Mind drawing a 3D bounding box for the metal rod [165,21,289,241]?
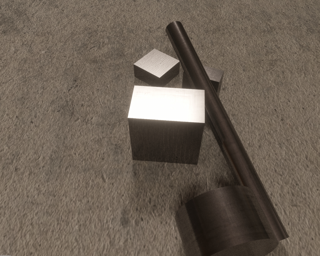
[{"bbox_3d":[0.069,-0.013,0.372,0.025,0.025,0.299,-15,65,-13],"label":"metal rod"}]

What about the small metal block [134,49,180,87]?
[{"bbox_3d":[-0.005,-0.092,0.480,0.050,0.025,0.050,31,56,23],"label":"small metal block"}]

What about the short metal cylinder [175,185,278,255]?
[{"bbox_3d":[0.060,0.096,0.287,0.081,0.080,0.050,-11,51,-9],"label":"short metal cylinder"}]

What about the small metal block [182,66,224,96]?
[{"bbox_3d":[0.059,-0.060,0.439,0.050,0.050,0.025,18,52,14],"label":"small metal block"}]

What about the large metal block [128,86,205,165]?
[{"bbox_3d":[0.008,-0.002,0.369,0.080,0.080,0.050,4,50,3],"label":"large metal block"}]
